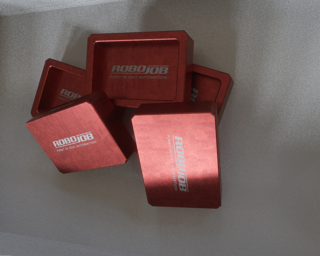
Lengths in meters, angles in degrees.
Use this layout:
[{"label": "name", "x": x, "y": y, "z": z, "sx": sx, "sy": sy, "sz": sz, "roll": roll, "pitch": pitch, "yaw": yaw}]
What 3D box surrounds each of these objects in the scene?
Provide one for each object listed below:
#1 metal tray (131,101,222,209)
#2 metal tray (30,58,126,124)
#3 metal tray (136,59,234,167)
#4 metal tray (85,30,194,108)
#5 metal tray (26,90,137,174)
[{"label": "metal tray", "x": 0.024, "y": 0.035, "z": 0.363, "sx": 0.090, "sy": 0.030, "sz": 0.129, "roll": -2, "pitch": 118, "yaw": 14}, {"label": "metal tray", "x": -0.115, "y": -0.038, "z": 0.444, "sx": 0.130, "sy": 0.030, "sz": 0.089, "roll": 21, "pitch": 97, "yaw": 18}, {"label": "metal tray", "x": 0.029, "y": -0.016, "z": 0.395, "sx": 0.090, "sy": 0.030, "sz": 0.129, "roll": 20, "pitch": 97, "yaw": 18}, {"label": "metal tray", "x": -0.027, "y": -0.070, "z": 0.383, "sx": 0.130, "sy": 0.030, "sz": 0.089, "roll": 4, "pitch": 91, "yaw": 19}, {"label": "metal tray", "x": -0.104, "y": 0.010, "z": 0.405, "sx": 0.130, "sy": 0.030, "sz": 0.090, "roll": -13, "pitch": 115, "yaw": 34}]
